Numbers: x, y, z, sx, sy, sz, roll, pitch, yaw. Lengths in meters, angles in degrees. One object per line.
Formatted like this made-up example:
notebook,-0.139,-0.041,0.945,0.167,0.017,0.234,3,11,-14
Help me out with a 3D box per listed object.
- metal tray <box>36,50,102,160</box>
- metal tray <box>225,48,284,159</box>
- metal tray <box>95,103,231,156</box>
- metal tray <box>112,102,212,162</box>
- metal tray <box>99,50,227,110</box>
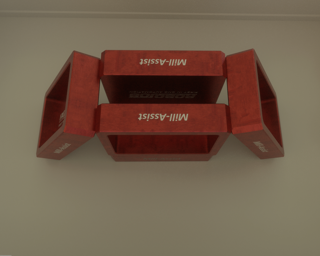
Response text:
metal tray,-0.109,-0.019,0.360,0.030,0.130,0.090,12,68,-30
metal tray,0.114,-0.021,0.362,0.030,0.130,0.090,-11,68,28
metal tray,0.003,0.005,0.340,0.131,0.090,0.030,0,70,-1
metal tray,0.002,-0.003,0.407,0.131,0.030,0.090,0,70,-1
metal tray,0.003,-0.052,0.360,0.131,0.090,0.030,0,70,0
